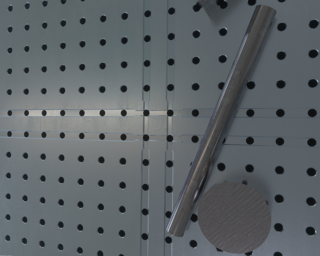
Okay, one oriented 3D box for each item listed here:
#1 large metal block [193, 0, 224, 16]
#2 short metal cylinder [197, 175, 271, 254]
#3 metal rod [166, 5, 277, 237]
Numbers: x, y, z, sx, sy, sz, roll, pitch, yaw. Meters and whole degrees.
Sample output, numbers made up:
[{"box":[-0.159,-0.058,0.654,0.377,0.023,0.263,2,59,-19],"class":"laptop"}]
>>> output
[{"box":[0.057,-0.201,0.379,0.080,0.050,0.080,-44,77,15],"class":"large metal block"},{"box":[0.090,0.099,0.368,0.080,0.050,0.080,0,90,20],"class":"short metal cylinder"},{"box":[0.073,-0.003,0.386,0.025,0.025,0.298,24,98,18],"class":"metal rod"}]
